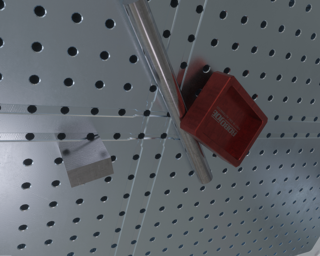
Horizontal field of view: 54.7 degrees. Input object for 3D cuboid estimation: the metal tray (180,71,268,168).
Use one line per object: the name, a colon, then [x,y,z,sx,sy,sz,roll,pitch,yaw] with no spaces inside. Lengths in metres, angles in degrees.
metal tray: [0.095,-0.008,0.436,0.130,0.030,0.090,35,87,-44]

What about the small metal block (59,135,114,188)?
small metal block: [-0.089,0.039,0.371,0.050,0.050,0.025,-17,125,-19]

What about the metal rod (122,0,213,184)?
metal rod: [0.023,-0.026,0.408,0.025,0.025,0.299,-32,129,-8]
